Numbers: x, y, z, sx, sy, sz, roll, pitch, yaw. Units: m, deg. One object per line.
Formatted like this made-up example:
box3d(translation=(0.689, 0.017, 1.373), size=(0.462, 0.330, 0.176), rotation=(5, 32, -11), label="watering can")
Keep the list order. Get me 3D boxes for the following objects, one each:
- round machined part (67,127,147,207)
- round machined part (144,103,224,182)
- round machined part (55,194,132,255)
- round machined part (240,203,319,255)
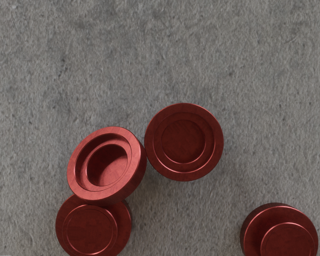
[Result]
box3d(translation=(-0.061, 0.050, 0.385), size=(0.098, 0.042, 0.098), rotation=(-11, 55, 17), label="round machined part")
box3d(translation=(0.030, 0.017, 0.402), size=(0.099, 0.042, 0.097), rotation=(0, 90, -1), label="round machined part")
box3d(translation=(-0.087, 0.127, 0.400), size=(0.099, 0.042, 0.097), rotation=(0, 90, -1), label="round machined part")
box3d(translation=(0.159, 0.151, 0.404), size=(0.099, 0.042, 0.097), rotation=(0, 90, -1), label="round machined part")
